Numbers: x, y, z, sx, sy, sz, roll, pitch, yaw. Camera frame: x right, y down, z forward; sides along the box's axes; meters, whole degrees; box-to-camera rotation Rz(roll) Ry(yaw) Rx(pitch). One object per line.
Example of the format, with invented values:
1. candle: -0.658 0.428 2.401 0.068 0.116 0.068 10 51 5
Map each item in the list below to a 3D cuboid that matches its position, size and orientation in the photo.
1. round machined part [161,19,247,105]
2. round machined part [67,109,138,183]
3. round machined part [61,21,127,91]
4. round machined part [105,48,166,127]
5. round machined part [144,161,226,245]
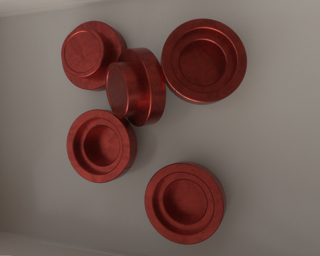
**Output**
1. round machined part: 0.049 -0.076 0.372 0.099 0.042 0.097 0 86 -4
2. round machined part: -0.075 0.024 0.427 0.098 0.042 0.097 1 92 21
3. round machined part: -0.098 -0.102 0.436 0.098 0.042 0.097 0 90 20
4. round machined part: -0.036 -0.049 0.386 0.098 0.042 0.097 31 127 53
5. round machined part: 0.034 0.090 0.389 0.098 0.042 0.097 0 90 20
